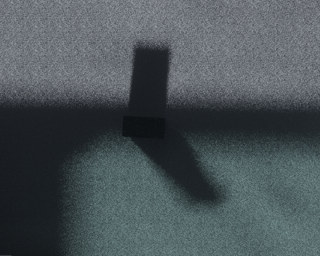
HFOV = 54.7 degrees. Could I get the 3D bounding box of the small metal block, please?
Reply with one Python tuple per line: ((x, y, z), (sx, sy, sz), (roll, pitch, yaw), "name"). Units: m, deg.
((-0.020, -0.001, 0.395), (0.050, 0.050, 0.025), (3, 90, -1), "small metal block")
